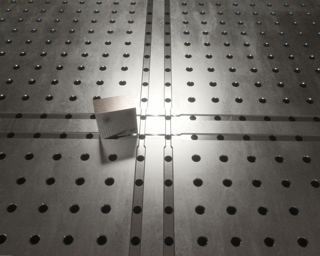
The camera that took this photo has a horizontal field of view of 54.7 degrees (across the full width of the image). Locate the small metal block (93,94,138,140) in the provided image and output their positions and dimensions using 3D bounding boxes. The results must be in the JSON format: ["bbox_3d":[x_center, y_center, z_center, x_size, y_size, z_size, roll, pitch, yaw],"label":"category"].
[{"bbox_3d":[-0.057,-0.014,0.403,0.050,0.050,0.025,-11,51,-9],"label":"small metal block"}]
